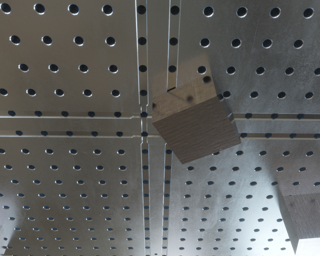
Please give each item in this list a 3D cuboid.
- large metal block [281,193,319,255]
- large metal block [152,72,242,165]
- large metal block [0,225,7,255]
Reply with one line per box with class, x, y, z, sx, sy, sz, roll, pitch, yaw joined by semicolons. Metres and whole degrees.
large metal block;0.254;0.156;0.510;0.080;0.080;0.050;-7;130;6
large metal block;0.045;-0.010;0.387;0.080;0.050;0.080;-23;127;18
large metal block;-0.342;0.221;0.580;0.080;0.050;0.079;9;130;-8
